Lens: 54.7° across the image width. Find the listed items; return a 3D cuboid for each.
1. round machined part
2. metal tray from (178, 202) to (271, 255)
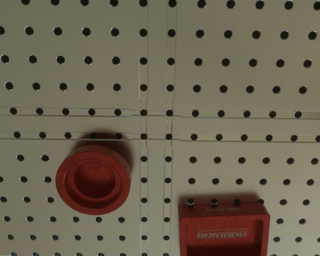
[{"bbox_3d":[-0.088,0.068,0.428,0.099,0.042,0.097,0,110,0],"label":"round machined part"},{"bbox_3d":[0.095,0.162,0.470,0.131,0.030,0.089,-3,110,1],"label":"metal tray"}]
